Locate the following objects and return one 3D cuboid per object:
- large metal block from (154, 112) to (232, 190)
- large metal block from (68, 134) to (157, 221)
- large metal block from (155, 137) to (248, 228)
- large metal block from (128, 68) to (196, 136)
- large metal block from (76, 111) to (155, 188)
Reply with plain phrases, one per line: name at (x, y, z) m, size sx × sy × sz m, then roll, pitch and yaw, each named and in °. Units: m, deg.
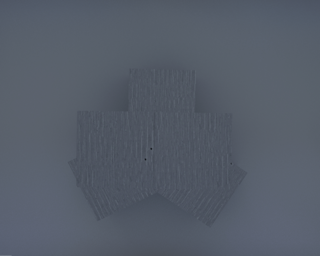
large metal block at (0.034, 0.024, 0.346) m, size 0.081 × 0.050 × 0.080 m, roll 1°, pitch 90°, yaw 0°
large metal block at (-0.057, 0.059, 0.397) m, size 0.080 × 0.050 × 0.080 m, roll -26°, pitch 90°, yaw 0°
large metal block at (0.050, 0.064, 0.396) m, size 0.080 × 0.050 × 0.080 m, roll 34°, pitch 90°, yaw 0°
large metal block at (0.002, -0.031, 0.397) m, size 0.081 × 0.050 × 0.080 m, roll 2°, pitch 90°, yaw 0°
large metal block at (-0.046, 0.022, 0.347) m, size 0.081 × 0.050 × 0.080 m, roll 1°, pitch 90°, yaw 0°
